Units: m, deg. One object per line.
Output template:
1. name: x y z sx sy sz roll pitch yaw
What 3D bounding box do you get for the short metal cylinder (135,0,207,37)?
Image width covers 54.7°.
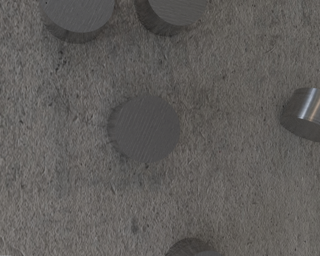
1. short metal cylinder: 0.013 -0.165 0.400 0.081 0.050 0.080 0 90 -20

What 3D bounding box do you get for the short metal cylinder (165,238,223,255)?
1. short metal cylinder: 0.049 0.195 0.414 0.081 0.050 0.080 0 90 -20

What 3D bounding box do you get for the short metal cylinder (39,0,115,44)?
1. short metal cylinder: -0.098 -0.144 0.359 0.081 0.050 0.080 0 90 -20

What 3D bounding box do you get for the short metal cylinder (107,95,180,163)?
1. short metal cylinder: -0.022 0.001 0.388 0.081 0.050 0.080 0 90 -20

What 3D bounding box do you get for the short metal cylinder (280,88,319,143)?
1. short metal cylinder: 0.230 -0.018 0.464 0.080 0.080 0.050 31 80 -18
